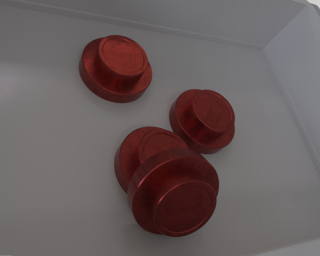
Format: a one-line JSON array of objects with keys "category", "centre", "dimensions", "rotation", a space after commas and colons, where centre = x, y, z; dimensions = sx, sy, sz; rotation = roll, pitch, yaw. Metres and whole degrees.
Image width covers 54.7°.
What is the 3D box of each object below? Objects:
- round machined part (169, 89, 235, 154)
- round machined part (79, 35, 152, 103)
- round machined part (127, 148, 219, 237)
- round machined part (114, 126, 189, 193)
[{"category": "round machined part", "centre": [0.066, -0.015, 0.440], "dimensions": [0.099, 0.042, 0.098], "rotation": [14, 56, -21]}, {"category": "round machined part", "centre": [-0.055, -0.086, 0.417], "dimensions": [0.099, 0.042, 0.098], "rotation": [14, 56, -21]}, {"category": "round machined part", "centre": [0.019, 0.073, 0.322], "dimensions": [0.099, 0.097, 0.042], "rotation": [7, 20, -25]}, {"category": "round machined part", "centre": [-0.001, 0.040, 0.369], "dimensions": [0.099, 0.042, 0.098], "rotation": [14, 56, -21]}]
